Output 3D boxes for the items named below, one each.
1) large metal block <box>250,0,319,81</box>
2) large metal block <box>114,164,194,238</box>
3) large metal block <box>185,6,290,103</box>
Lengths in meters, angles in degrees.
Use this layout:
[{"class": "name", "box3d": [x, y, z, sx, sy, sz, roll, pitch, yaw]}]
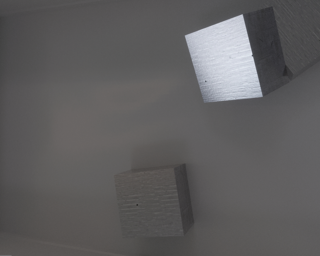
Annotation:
[{"class": "large metal block", "box3d": [0.156, -0.111, 0.342, 0.080, 0.050, 0.080, -37, 78, 16]}, {"class": "large metal block", "box3d": [-0.007, 0.092, 0.399, 0.080, 0.050, 0.080, -9, 87, 19]}, {"class": "large metal block", "box3d": [0.083, -0.076, 0.338, 0.080, 0.050, 0.080, -1, 111, 53]}]
